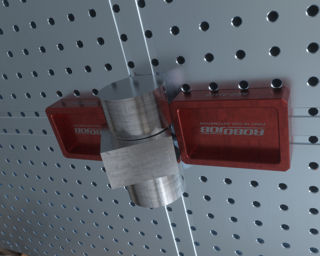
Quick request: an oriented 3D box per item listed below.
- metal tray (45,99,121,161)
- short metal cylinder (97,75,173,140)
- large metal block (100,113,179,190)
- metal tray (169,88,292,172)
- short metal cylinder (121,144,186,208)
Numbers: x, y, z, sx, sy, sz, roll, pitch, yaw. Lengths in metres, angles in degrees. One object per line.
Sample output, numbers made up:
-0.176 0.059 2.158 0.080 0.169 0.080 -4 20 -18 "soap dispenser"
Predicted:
-0.100 0.004 0.463 0.130 0.030 0.089 1 119 27 "metal tray"
-0.029 -0.027 0.374 0.080 0.080 0.050 2 119 27 "short metal cylinder"
-0.027 0.024 0.386 0.080 0.080 0.050 -13 116 -4 "large metal block"
0.083 0.002 0.365 0.130 0.030 0.089 1 119 27 "metal tray"
-0.008 0.061 0.417 0.080 0.080 0.050 2 119 27 "short metal cylinder"
